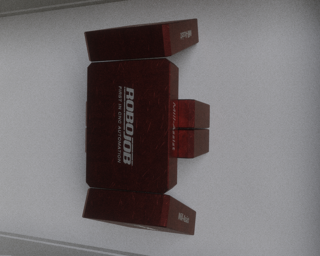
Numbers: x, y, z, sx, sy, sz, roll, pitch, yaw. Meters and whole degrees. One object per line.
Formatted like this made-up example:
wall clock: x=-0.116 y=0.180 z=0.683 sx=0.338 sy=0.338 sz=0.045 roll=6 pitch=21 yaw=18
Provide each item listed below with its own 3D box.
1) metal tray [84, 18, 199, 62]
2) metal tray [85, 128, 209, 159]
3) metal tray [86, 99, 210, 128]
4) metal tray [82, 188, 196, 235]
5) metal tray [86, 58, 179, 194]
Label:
metal tray: x=-0.013 y=-0.104 z=0.357 sx=0.090 sy=0.131 sz=0.030 roll=1 pitch=111 yaw=20
metal tray: x=-0.012 y=0.015 z=0.380 sx=0.130 sy=0.090 sz=0.030 roll=1 pitch=91 yaw=20
metal tray: x=-0.012 y=-0.016 z=0.379 sx=0.130 sy=0.090 sz=0.030 roll=1 pitch=91 yaw=20
metal tray: x=-0.016 y=0.099 z=0.357 sx=0.090 sy=0.130 sz=0.030 roll=1 pitch=69 yaw=19
metal tray: x=-0.029 y=-0.003 z=0.320 sx=0.090 sy=0.030 sz=0.129 roll=1 pitch=90 yaw=19
